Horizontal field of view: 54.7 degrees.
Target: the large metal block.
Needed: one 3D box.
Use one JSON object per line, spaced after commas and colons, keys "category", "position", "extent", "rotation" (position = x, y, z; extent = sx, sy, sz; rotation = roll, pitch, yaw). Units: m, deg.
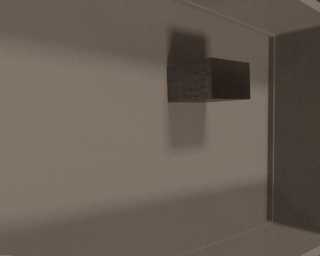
{"category": "large metal block", "position": [0.067, -0.063, 0.429], "extent": [0.081, 0.080, 0.050], "rotation": [-4, 93, -40]}
